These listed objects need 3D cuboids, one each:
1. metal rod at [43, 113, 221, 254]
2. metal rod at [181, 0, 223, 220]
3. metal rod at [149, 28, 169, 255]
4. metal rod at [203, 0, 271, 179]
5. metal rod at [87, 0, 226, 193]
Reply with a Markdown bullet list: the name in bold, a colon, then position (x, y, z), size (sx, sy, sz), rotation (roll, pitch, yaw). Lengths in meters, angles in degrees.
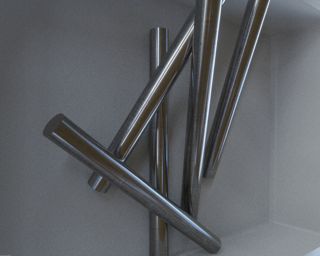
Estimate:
- **metal rod**: position (-0.008, 0.083, 0.360), size (0.300, 0.025, 0.025), rotation (45, 63, -36)
- **metal rod**: position (0.043, 0.005, 0.366), size (0.025, 0.025, 0.298), rotation (-26, 130, -37)
- **metal rod**: position (-0.001, 0.022, 0.405), size (0.025, 0.025, 0.298), rotation (0, 90, -40)
- **metal rod**: position (0.099, -0.063, 0.408), size (0.025, 0.025, 0.298), rotation (-10, 122, -40)
- **metal rod**: position (0.008, -0.060, 0.335), size (0.025, 0.025, 0.299), rotation (28, 97, -37)
